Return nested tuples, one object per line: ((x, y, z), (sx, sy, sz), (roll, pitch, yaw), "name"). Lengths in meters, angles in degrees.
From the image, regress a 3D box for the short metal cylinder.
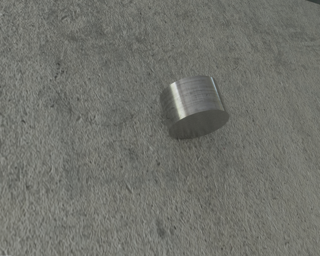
((0.044, -0.025, 0.407), (0.081, 0.080, 0.050), (-1, 62, -29), "short metal cylinder")
